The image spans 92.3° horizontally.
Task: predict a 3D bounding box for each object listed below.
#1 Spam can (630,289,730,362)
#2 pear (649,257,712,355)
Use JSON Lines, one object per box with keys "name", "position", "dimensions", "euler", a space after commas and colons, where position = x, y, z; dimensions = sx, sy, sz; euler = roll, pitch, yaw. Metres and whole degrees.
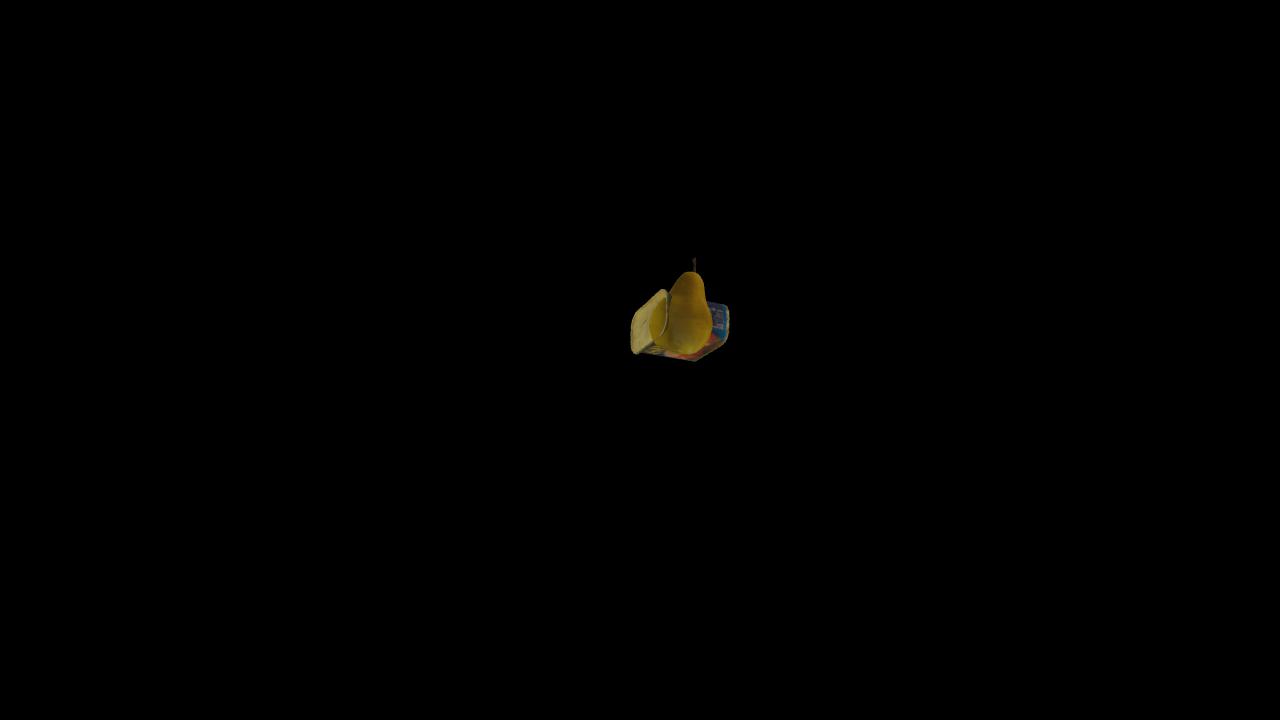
{"name": "Spam can", "position": [0.047, -0.038, 0.741], "dimensions": [0.085, 0.058, 0.101], "euler": [9, -20, -23]}
{"name": "pear", "position": [0.055, -0.063, 0.712], "dimensions": [0.080, 0.111, 0.080], "euler": [15, 9, -2]}
